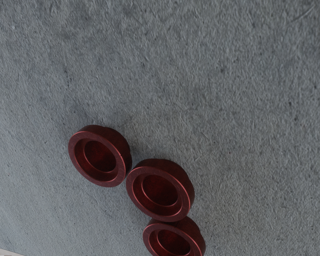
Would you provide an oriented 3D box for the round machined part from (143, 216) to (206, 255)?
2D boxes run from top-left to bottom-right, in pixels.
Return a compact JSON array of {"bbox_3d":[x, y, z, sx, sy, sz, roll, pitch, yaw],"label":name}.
[{"bbox_3d":[0.026,0.173,0.490,0.098,0.042,0.097,13,124,21],"label":"round machined part"}]

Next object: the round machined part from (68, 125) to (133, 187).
[{"bbox_3d":[-0.084,0.037,0.463,0.098,0.042,0.097,13,124,21],"label":"round machined part"}]

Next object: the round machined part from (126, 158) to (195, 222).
[{"bbox_3d":[0.004,0.084,0.446,0.098,0.042,0.097,13,124,21],"label":"round machined part"}]
